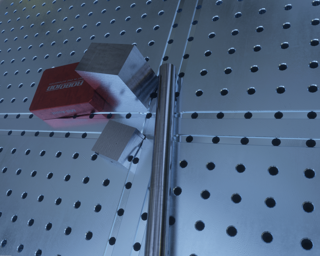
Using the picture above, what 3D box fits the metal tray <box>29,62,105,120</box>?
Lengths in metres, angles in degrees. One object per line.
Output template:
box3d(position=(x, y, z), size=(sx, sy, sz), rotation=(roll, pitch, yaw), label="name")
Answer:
box3d(position=(-0.150, -0.065, 0.521), size=(0.130, 0.030, 0.090), rotation=(-6, 59, 25), label="metal tray")

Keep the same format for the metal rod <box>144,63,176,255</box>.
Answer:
box3d(position=(0.002, 0.043, 0.379), size=(0.025, 0.025, 0.299), rotation=(-10, 57, 23), label="metal rod")

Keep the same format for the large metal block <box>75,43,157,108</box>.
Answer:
box3d(position=(-0.059, -0.076, 0.449), size=(0.080, 0.080, 0.050), rotation=(12, 68, 33), label="large metal block")

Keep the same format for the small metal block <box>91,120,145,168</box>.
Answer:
box3d(position=(-0.057, 0.021, 0.424), size=(0.050, 0.025, 0.050), rotation=(17, 70, 34), label="small metal block")
